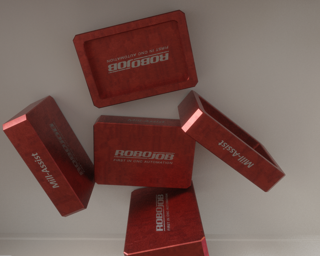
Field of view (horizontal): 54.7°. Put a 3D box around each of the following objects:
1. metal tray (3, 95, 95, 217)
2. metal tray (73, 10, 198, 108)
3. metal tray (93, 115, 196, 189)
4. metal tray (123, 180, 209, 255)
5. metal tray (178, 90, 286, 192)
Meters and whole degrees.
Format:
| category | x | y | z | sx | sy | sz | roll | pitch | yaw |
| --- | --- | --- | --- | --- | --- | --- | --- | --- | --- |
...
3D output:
| category | x | y | z | sx | sy | sz | roll | pitch | yaw |
| --- | --- | --- | --- | --- | --- | --- | --- | --- | --- |
| metal tray | -0.128 | 0.032 | 0.384 | 0.030 | 0.090 | 0.129 | -24 | 109 | 7 |
| metal tray | -0.027 | -0.083 | 0.376 | 0.131 | 0.030 | 0.089 | -13 | 110 | 4 |
| metal tray | -0.021 | 0.033 | 0.417 | 0.131 | 0.030 | 0.089 | 3 | 110 | -2 |
| metal tray | 0.006 | 0.118 | 0.396 | 0.090 | 0.130 | 0.030 | -12 | 110 | 3 |
| metal tray | 0.083 | 0.013 | 0.380 | 0.130 | 0.090 | 0.030 | 36 | 107 | -13 |
